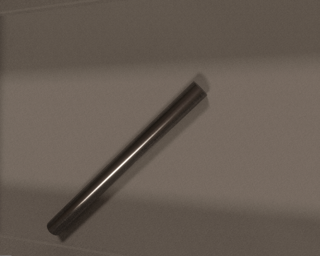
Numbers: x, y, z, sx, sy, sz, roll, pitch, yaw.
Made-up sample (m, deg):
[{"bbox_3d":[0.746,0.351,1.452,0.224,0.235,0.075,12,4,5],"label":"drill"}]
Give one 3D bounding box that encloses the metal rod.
[{"bbox_3d":[-0.054,0.050,0.428,0.299,0.025,0.025,-44,77,14],"label":"metal rod"}]
